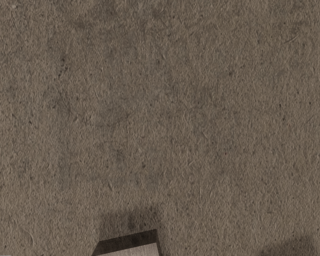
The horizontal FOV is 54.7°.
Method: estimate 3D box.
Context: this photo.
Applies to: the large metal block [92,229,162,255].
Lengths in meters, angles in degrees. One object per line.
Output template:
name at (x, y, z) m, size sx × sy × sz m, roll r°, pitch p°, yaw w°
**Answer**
large metal block at (-0.035, 0.185, 0.397) m, size 0.080 × 0.050 × 0.080 m, roll -12°, pitch 90°, yaw -1°
